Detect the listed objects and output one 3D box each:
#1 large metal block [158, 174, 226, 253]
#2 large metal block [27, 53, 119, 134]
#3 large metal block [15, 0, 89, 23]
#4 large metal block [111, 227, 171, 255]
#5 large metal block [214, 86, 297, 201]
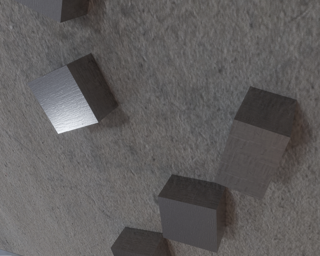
[{"bbox_3d":[0.048,0.119,0.438,0.080,0.050,0.079,8,122,24],"label":"large metal block"},{"bbox_3d":[-0.117,-0.045,0.422,0.080,0.050,0.080,-13,112,33],"label":"large metal block"},{"bbox_3d":[-0.124,-0.176,0.345,0.080,0.050,0.079,28,128,10],"label":"large metal block"},{"bbox_3d":[-0.029,0.227,0.545,0.080,0.050,0.080,-1,118,28],"label":"large metal block"},{"bbox_3d":[0.101,0.013,0.326,0.050,0.080,0.079,20,126,16],"label":"large metal block"}]
